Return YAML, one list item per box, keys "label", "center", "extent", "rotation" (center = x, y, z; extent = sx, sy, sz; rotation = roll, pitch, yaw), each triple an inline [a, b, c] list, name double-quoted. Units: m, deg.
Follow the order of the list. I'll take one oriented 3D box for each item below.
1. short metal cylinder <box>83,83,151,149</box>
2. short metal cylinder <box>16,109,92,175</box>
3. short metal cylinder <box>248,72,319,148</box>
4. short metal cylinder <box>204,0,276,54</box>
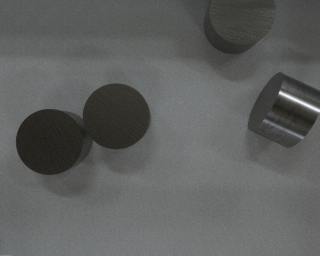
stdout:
- label: "short metal cylinder"
  center: [-0.053, -0.014, 0.398]
  extent: [0.081, 0.050, 0.080]
  rotation: [0, 90, 0]
- label: "short metal cylinder"
  center: [-0.133, 0.017, 0.398]
  extent: [0.081, 0.050, 0.080]
  rotation: [0, 90, 0]
- label: "short metal cylinder"
  center: [0.152, -0.022, 0.385]
  extent: [0.050, 0.080, 0.080]
  rotation: [25, 90, 0]
- label: "short metal cylinder"
  center: [0.100, -0.141, 0.399]
  extent: [0.081, 0.050, 0.080]
  rotation: [0, 90, 0]
